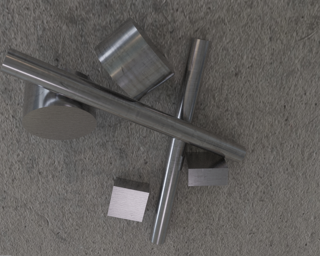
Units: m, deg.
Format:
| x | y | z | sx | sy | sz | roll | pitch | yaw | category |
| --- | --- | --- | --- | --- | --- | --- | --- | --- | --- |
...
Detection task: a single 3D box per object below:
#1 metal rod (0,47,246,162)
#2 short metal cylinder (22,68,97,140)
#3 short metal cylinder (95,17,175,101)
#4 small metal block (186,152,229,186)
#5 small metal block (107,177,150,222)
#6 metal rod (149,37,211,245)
| x | y | z | sx | sy | sz | roll | pitch | yaw | category |
| --- | --- | --- | --- | --- | --- | --- | --- | --- | --- |
| -0.019 | -0.015 | 0.357 | 0.302 | 0.025 | 0.025 | 21 | 110 | -26 | metal rod |
| -0.116 | -0.026 | 0.364 | 0.081 | 0.050 | 0.080 | -7 | 153 | -3 | short metal cylinder |
| -0.027 | -0.077 | 0.352 | 0.050 | 0.080 | 0.080 | -37 | 106 | 12 | short metal cylinder |
| 0.061 | 0.054 | 0.417 | 0.050 | 0.050 | 0.025 | -1 | 110 | 0 | small metal block |
| -0.045 | 0.103 | 0.447 | 0.050 | 0.025 | 0.050 | 12 | 110 | -5 | small metal block |
| 0.023 | 0.031 | 0.421 | 0.025 | 0.025 | 0.298 | 9 | 110 | -4 | metal rod |
